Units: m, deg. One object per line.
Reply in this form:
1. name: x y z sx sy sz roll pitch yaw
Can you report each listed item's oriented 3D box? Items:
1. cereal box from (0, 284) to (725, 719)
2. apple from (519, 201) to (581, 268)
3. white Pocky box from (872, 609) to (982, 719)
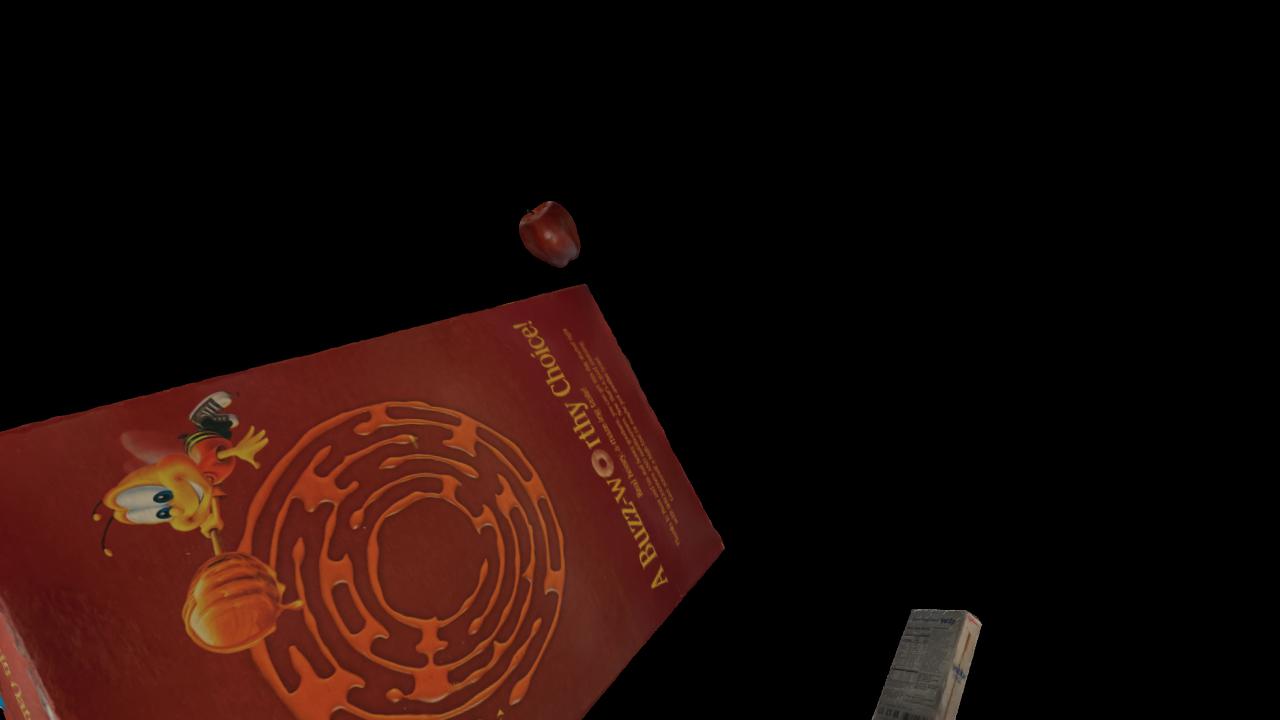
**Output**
1. cereal box: -0.094 0.087 0.302 0.081 0.203 0.306 -29 -2 37
2. apple: -0.128 -0.177 0.870 0.079 0.093 0.079 -30 26 17
3. white Pocky box: 0.315 0.349 0.678 0.028 0.154 0.084 41 -30 -5
